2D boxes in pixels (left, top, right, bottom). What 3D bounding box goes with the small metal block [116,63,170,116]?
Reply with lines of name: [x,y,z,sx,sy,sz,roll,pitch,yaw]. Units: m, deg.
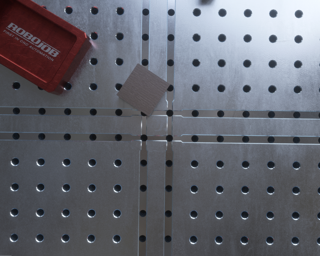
small metal block: [-0.022,-0.050,0.413,0.050,0.025,0.050,34,90,0]

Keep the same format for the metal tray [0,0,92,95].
metal tray: [-0.170,-0.115,0.409,0.130,0.030,0.090,31,90,0]
